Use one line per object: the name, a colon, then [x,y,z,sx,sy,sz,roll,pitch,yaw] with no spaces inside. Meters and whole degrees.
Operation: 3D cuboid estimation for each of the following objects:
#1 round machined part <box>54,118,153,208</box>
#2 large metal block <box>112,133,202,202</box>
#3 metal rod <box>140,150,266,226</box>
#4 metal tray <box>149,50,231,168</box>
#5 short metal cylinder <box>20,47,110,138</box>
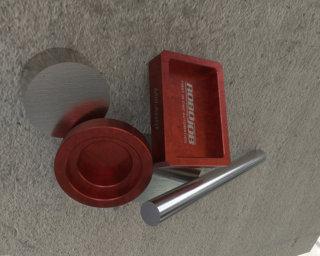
round machined part: [-0.058,0.033,0.330,0.099,0.042,0.097,-3,116,-5]
large metal block: [-0.006,0.048,0.400,0.081,0.080,0.050,4,116,-31]
metal rod: [0.082,0.066,0.420,0.302,0.025,0.025,-11,127,-52]
metal tray: [0.035,-0.019,0.365,0.091,0.030,0.129,5,76,-31]
short metal cylinder: [-0.097,-0.037,0.317,0.081,0.050,0.079,-14,125,-21]
